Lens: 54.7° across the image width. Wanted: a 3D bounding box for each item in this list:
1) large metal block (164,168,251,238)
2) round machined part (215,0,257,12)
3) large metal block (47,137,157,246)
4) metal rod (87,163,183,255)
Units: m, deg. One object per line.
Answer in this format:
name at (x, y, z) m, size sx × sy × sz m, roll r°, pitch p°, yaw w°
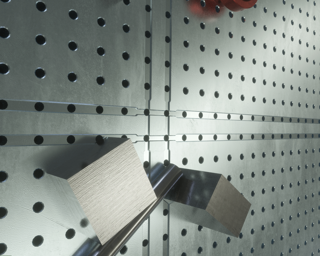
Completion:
large metal block at (0.064, 0.101, 0.427) m, size 0.080 × 0.080 × 0.050 m, roll 45°, pitch 63°, yaw -31°
round machined part at (0.114, -0.235, 0.493) m, size 0.099 × 0.042 × 0.097 m, roll 0°, pitch 90°, yaw -40°
large metal block at (-0.061, 0.065, 0.342) m, size 0.081 × 0.050 × 0.080 m, roll -34°, pitch 112°, yaw -35°
metal rod at (-0.071, 0.149, 0.350) m, size 0.301 × 0.025 × 0.025 m, roll -45°, pitch 117°, yaw -31°
